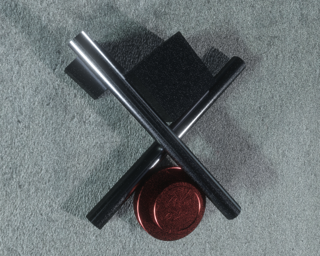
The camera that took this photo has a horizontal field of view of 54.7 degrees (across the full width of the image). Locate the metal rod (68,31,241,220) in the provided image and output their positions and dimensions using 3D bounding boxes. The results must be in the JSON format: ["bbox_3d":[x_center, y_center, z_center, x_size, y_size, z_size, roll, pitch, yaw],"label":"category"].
[{"bbox_3d":[0.003,0.007,0.385,0.025,0.025,0.300,-46,105,-14],"label":"metal rod"}]

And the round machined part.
[{"bbox_3d":[0.018,0.101,0.409,0.099,0.042,0.097,0,90,-21],"label":"round machined part"}]

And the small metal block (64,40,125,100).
[{"bbox_3d":[-0.081,-0.071,0.382,0.050,0.025,0.050,45,76,-15],"label":"small metal block"}]

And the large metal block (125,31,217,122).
[{"bbox_3d":[0.012,-0.064,0.403,0.080,0.050,0.080,-44,104,-15],"label":"large metal block"}]

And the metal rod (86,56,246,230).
[{"bbox_3d":[0.017,0.010,0.419,0.025,0.025,0.301,47,75,-15],"label":"metal rod"}]
